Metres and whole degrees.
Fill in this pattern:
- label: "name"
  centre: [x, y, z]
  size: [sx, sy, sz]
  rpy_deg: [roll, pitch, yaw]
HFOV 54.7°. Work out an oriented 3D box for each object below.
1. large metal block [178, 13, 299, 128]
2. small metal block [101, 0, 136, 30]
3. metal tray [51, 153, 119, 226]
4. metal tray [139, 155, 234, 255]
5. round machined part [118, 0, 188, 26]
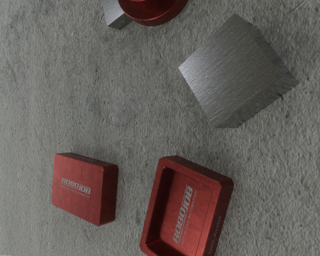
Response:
- label: "large metal block"
  centre: [0.079, -0.055, 0.322]
  size: [0.080, 0.050, 0.080]
  rpy_deg: [-41, 66, 32]
- label: "small metal block"
  centre: [-0.056, -0.179, 0.449]
  size: [0.050, 0.025, 0.050]
  rpy_deg: [-22, 76, 37]
- label: "metal tray"
  centre: [-0.125, 0.094, 0.502]
  size: [0.130, 0.030, 0.089]
  rpy_deg: [8, 95, 39]
- label: "metal tray"
  centre: [0.028, 0.108, 0.376]
  size: [0.090, 0.030, 0.129]
  rpy_deg: [21, 103, 37]
- label: "round machined part"
  centre: [-0.013, -0.182, 0.386]
  size: [0.098, 0.042, 0.097]
  rpy_deg: [-2, 84, 24]
